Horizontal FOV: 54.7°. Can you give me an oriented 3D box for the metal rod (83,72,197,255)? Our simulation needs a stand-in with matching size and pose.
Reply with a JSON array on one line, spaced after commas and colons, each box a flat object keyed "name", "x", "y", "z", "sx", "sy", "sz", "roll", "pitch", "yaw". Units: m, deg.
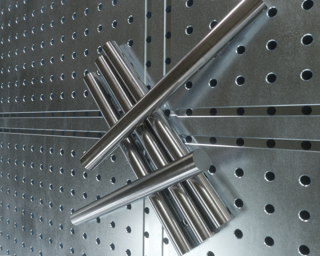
[{"name": "metal rod", "x": -0.038, "y": 0.035, "z": 0.439, "sx": 0.025, "sy": 0.025, "sz": 0.299, "roll": -46, "pitch": 63, "yaw": 30}]

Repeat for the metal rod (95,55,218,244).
[{"name": "metal rod", "x": -0.016, "y": 0.012, "z": 0.421, "sx": 0.025, "sy": 0.025, "sz": 0.299, "roll": -46, "pitch": 63, "yaw": 30}]

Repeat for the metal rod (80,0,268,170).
[{"name": "metal rod", "x": 0.001, "y": -0.043, "z": 0.380, "sx": 0.299, "sy": 0.025, "sz": 0.025, "roll": -42, "pitch": 65, "yaw": 23}]

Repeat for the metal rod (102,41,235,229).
[{"name": "metal rod", "x": -0.001, "y": -0.008, "z": 0.408, "sx": 0.025, "sy": 0.025, "sz": 0.299, "roll": -47, "pitch": 62, "yaw": 29}]

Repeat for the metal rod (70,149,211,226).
[{"name": "metal rod", "x": -0.048, "y": 0.092, "z": 0.420, "sx": 0.299, "sy": 0.025, "sz": 0.025, "roll": -33, "pitch": 70, "yaw": 43}]
